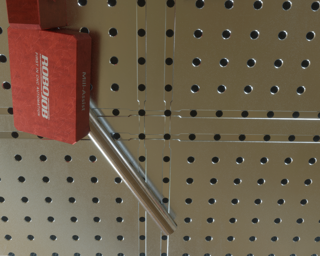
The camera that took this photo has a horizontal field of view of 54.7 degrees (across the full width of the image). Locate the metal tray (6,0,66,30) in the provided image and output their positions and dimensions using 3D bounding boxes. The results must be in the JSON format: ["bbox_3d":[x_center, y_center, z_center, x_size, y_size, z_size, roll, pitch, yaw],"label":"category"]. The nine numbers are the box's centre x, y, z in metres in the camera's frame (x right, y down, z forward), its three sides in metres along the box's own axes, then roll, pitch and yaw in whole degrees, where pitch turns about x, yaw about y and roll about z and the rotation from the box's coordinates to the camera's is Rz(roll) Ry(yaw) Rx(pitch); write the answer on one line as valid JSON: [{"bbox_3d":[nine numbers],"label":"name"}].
[{"bbox_3d":[-0.126,-0.170,0.314,0.030,0.090,0.129,2,110,-1],"label":"metal tray"}]

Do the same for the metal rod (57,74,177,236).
[{"bbox_3d":[-0.064,0.035,0.425,0.025,0.025,0.299,-31,108,10],"label":"metal rod"}]

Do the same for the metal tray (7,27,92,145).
[{"bbox_3d":[-0.132,-0.052,0.373,0.090,0.030,0.129,13,113,14],"label":"metal tray"}]
